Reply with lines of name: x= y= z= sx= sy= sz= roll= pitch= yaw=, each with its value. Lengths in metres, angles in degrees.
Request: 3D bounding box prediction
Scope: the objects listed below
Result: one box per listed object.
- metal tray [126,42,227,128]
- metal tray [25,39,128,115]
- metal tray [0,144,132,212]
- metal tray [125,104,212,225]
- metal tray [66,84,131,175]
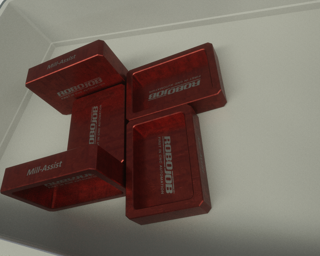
metal tray: x=0.018 y=-0.056 z=0.424 sx=0.130 sy=0.030 sz=0.090 roll=-16 pitch=55 yaw=18
metal tray: x=-0.118 y=-0.070 z=0.462 sx=0.130 sy=0.090 sz=0.030 roll=-17 pitch=55 yaw=18
metal tray: x=-0.109 y=0.065 z=0.376 sx=0.130 sy=0.090 sz=0.030 roll=-16 pitch=56 yaw=19
metal tray: x=0.006 y=0.042 z=0.371 sx=0.090 sy=0.030 sz=0.130 roll=-16 pitch=55 yaw=18
metal tray: x=-0.083 y=0.007 z=0.436 sx=0.090 sy=0.030 sz=0.130 roll=-16 pitch=55 yaw=18
